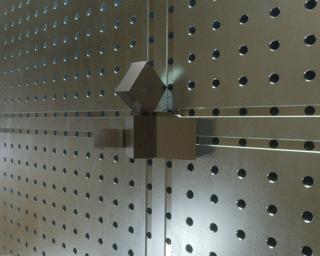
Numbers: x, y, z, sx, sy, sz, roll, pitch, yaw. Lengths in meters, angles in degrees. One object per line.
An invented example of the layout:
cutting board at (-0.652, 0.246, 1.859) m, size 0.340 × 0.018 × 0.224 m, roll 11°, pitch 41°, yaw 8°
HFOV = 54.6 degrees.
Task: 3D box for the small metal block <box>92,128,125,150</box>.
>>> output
small metal block at (-0.069, 0.017, 0.438) m, size 0.050 × 0.050 × 0.025 m, roll 154°, pitch 116°, yaw -73°

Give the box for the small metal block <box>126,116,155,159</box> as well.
small metal block at (-0.026, 0.011, 0.384) m, size 0.050 × 0.025 × 0.050 m, roll 179°, pitch 91°, yaw -73°

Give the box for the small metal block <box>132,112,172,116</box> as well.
small metal block at (-0.012, 0.003, 0.421) m, size 0.050 × 0.025 × 0.050 m, roll 3°, pitch 92°, yaw 40°

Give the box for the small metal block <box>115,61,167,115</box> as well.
small metal block at (-0.023, -0.050, 0.400) m, size 0.025 × 0.050 × 0.050 m, roll 4°, pitch 57°, yaw 41°

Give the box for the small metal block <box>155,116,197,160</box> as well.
small metal block at (0.020, 0.012, 0.380) m, size 0.050 × 0.025 × 0.050 m, roll 2°, pitch 92°, yaw 9°
